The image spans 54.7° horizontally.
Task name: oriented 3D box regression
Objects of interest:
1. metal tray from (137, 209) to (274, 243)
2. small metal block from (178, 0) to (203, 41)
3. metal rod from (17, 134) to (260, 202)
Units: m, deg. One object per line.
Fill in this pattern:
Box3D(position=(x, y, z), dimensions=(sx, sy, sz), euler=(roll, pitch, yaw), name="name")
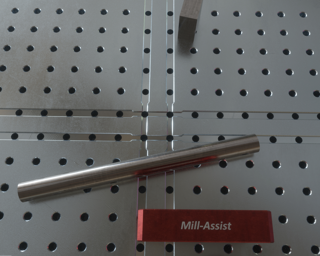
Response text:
Box3D(position=(0.044, 0.108, 0.337), dimensions=(0.131, 0.090, 0.030), euler=(1, 70, 0), name="metal tray")
Box3D(position=(0.046, -0.167, 0.460), dimensions=(0.025, 0.050, 0.050), euler=(14, 71, 5), name="small metal block")
Box3D(position=(-0.022, 0.049, 0.393), dimensions=(0.302, 0.025, 0.025), euler=(-11, 71, -5), name="metal rod")
